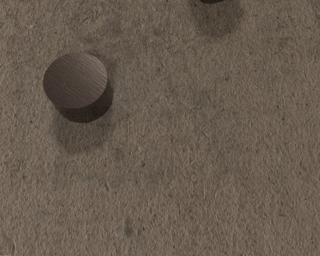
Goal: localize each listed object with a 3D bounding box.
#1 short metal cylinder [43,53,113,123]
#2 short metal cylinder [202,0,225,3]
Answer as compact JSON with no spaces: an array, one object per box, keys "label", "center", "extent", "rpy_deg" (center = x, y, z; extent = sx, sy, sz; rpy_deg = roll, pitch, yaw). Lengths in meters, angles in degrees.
[{"label":"short metal cylinder","center":[-0.107,-0.053,0.413],"extent":[0.081,0.050,0.080],"rpy_deg":[0,70,0]},{"label":"short metal cylinder","center":[0.087,-0.237,0.467],"extent":[0.081,0.080,0.050],"rpy_deg":[-19,72,-7]}]
